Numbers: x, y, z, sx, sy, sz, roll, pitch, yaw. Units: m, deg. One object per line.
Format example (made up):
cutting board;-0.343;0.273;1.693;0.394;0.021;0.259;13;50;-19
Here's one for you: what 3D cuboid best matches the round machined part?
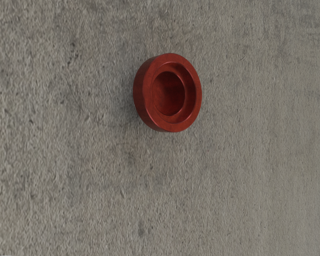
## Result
round machined part;0.005;-0.043;0.397;0.099;0.042;0.097;0;90;-40
